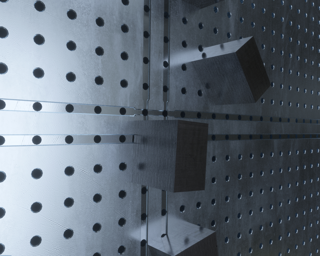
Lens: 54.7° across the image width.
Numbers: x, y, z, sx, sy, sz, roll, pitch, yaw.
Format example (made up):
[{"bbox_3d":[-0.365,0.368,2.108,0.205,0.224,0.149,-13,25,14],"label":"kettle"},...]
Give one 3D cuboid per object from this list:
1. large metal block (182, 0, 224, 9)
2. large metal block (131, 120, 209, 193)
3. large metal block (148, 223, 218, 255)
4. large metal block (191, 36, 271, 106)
[{"bbox_3d":[0.073,-0.226,0.436,0.050,0.080,0.080,4,88,-40],"label":"large metal block"},{"bbox_3d":[0.011,0.032,0.384,0.050,0.080,0.080,6,86,-40],"label":"large metal block"},{"bbox_3d":[0.035,0.189,0.425,0.081,0.050,0.079,-13,98,-40],"label":"large metal block"},{"bbox_3d":[0.107,-0.083,0.466,0.050,0.080,0.080,-43,117,-32],"label":"large metal block"}]
